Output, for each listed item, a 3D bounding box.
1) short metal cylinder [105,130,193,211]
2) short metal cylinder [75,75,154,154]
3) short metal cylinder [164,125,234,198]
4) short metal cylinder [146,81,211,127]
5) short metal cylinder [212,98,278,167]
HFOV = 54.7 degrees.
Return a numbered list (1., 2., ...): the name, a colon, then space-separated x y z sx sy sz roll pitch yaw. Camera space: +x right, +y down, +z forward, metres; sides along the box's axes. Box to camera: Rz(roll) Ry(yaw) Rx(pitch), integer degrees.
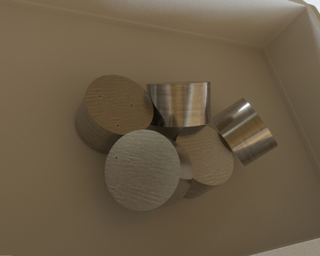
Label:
1. short metal cylinder: -0.010 0.045 0.328 0.080 0.080 0.050 66 12 18
2. short metal cylinder: -0.055 -0.016 0.368 0.081 0.050 0.080 14 56 -21
3. short metal cylinder: 0.044 0.042 0.388 0.081 0.050 0.080 14 56 -21
4. short metal cylinder: 0.024 -0.033 0.393 0.081 0.080 0.050 -8 102 -32
5. short metal cylinder: 0.114 0.006 0.421 0.080 0.050 0.080 53 10 -13
